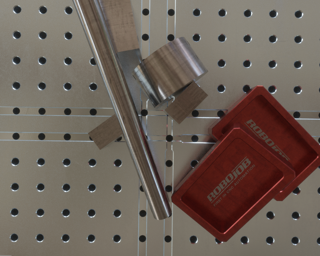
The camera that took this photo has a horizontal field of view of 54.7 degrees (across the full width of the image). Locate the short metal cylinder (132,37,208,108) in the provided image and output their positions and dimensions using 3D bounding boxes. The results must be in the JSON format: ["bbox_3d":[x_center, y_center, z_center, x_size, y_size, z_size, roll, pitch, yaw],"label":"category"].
[{"bbox_3d":[0.012,-0.068,0.386,0.080,0.080,0.050,-34,90,0],"label":"short metal cylinder"}]

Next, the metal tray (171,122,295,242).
[{"bbox_3d":[0.088,0.069,0.389,0.090,0.030,0.129,39,109,2],"label":"metal tray"}]

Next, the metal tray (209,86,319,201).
[{"bbox_3d":[0.141,0.020,0.411,0.090,0.030,0.130,-44,90,0],"label":"metal tray"}]

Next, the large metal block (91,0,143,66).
[{"bbox_3d":[-0.055,-0.124,0.385,0.050,0.080,0.080,-11,90,0],"label":"large metal block"}]

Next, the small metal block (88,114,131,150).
[{"bbox_3d":[-0.060,0.002,0.400,0.050,0.050,0.025,-36,90,0],"label":"small metal block"}]

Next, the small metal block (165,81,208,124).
[{"bbox_3d":[0.032,-0.031,0.401,0.025,0.050,0.050,45,90,0],"label":"small metal block"}]

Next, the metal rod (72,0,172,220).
[{"bbox_3d":[-0.040,-0.022,0.354,0.025,0.025,0.298,-18,110,0],"label":"metal rod"}]
